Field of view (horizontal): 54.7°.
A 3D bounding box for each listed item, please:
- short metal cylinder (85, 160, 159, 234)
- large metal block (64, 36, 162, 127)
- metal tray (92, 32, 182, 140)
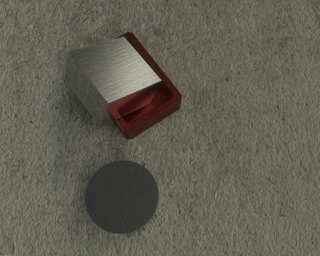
[{"bbox_3d":[-0.042,0.083,0.364,0.081,0.050,0.080,0,70,0],"label":"short metal cylinder"},{"bbox_3d":[-0.060,-0.060,0.387,0.081,0.050,0.080,-29,73,-35],"label":"large metal block"},{"bbox_3d":[-0.042,-0.061,0.426,0.090,0.030,0.130,-33,74,-12],"label":"metal tray"}]
